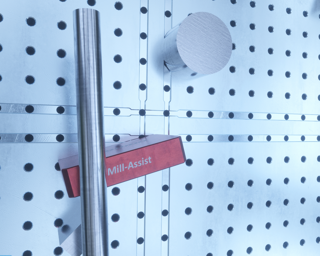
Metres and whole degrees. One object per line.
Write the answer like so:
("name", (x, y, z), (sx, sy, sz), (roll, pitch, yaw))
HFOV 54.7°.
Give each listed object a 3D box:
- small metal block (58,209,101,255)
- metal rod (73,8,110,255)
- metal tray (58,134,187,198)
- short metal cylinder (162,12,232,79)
("small metal block", (-0.092, 0.118, 0.366), (0.050, 0.050, 0.025), (-46, 105, -14))
("metal rod", (-0.064, 0.041, 0.292), (0.025, 0.025, 0.298), (-2, 91, -20))
("metal tray", (-0.047, 0.038, 0.361), (0.131, 0.090, 0.030), (-15, 95, -20))
("short metal cylinder", (0.049, -0.109, 0.419), (0.081, 0.050, 0.079), (0, 90, -20))
